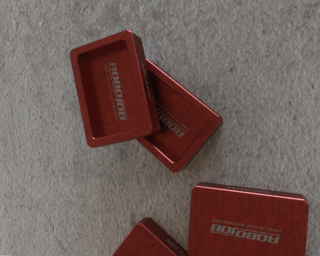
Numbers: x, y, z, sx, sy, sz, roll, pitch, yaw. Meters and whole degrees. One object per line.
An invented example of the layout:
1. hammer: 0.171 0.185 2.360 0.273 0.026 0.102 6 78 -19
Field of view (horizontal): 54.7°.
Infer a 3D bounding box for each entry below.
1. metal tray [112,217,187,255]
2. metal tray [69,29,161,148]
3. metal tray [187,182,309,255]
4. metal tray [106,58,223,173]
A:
1. metal tray: 0.001 0.194 0.405 0.130 0.030 0.090 39 102 15
2. metal tray: -0.058 -0.047 0.393 0.090 0.030 0.129 -14 86 19
3. metal tray: 0.102 0.118 0.370 0.130 0.030 0.089 4 91 19
4. metal tray: 0.004 -0.017 0.404 0.130 0.030 0.090 41 102 15
